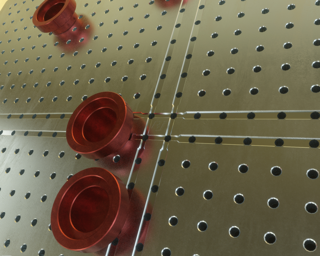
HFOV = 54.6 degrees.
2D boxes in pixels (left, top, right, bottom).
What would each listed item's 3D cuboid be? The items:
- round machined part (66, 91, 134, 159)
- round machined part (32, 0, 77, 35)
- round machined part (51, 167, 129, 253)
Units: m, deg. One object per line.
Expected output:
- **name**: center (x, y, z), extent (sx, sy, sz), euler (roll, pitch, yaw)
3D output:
- **round machined part**: center (-0.080, 0.000, 0.441), extent (0.098, 0.042, 0.098), euler (-13, 56, 21)
- **round machined part**: center (-0.218, -0.239, 0.661), extent (0.098, 0.042, 0.098), euler (-13, 56, 21)
- **round machined part**: center (-0.080, 0.101, 0.379), extent (0.098, 0.042, 0.098), euler (-13, 56, 21)
